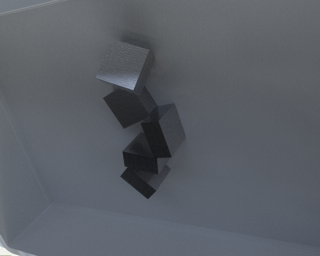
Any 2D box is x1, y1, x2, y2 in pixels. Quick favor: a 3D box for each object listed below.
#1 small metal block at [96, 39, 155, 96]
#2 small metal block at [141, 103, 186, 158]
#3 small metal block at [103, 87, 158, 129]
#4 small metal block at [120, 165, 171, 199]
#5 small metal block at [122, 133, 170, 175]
[{"bbox_3d":[-0.040,-0.072,0.369,0.050,0.025,0.050,20,87,16],"label":"small metal block"},{"bbox_3d":[0.006,0.003,0.391,0.025,0.050,0.050,-6,115,31],"label":"small metal block"},{"bbox_3d":[-0.038,-0.033,0.409,0.050,0.025,0.050,-23,106,36],"label":"small metal block"},{"bbox_3d":[-0.020,0.064,0.442,0.050,0.050,0.025,39,129,1],"label":"small metal block"},{"bbox_3d":[-0.015,0.033,0.421,0.050,0.050,0.025,10,123,23],"label":"small metal block"}]
